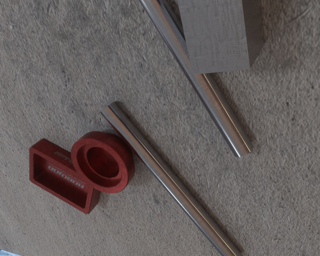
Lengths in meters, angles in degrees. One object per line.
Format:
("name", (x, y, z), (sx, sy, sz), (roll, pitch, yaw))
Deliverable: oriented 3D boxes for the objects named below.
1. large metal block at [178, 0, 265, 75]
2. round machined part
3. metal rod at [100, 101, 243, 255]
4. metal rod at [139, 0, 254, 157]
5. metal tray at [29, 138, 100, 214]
("large metal block", (0.058, -0.101, 0.277), (0.050, 0.080, 0.080), (-1, 118, 28))
("round machined part", (-0.080, 0.046, 0.465), (0.098, 0.042, 0.097), (13, 124, 20))
("metal rod", (0.021, 0.086, 0.447), (0.025, 0.025, 0.300), (-33, 101, 38))
("metal rod", (0.019, -0.094, 0.337), (0.025, 0.025, 0.299), (-24, 106, 36))
("metal tray", (-0.165, 0.085, 0.540), (0.130, 0.030, 0.089), (26, 128, 11))
